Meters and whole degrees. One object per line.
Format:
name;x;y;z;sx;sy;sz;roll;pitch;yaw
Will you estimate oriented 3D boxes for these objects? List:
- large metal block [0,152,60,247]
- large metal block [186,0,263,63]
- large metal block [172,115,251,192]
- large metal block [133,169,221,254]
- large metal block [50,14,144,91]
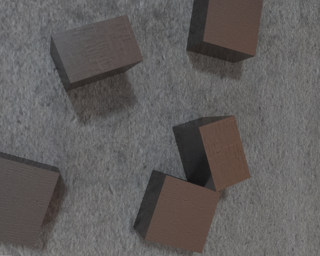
large metal block;-0.163;0.073;0.336;0.081;0.050;0.080;20;83;-19
large metal block;0.089;-0.143;0.430;0.081;0.050;0.080;10;87;-20
large metal block;0.064;0.030;0.405;0.050;0.080;0.080;-18;96;-20
large metal block;0.022;0.107;0.405;0.080;0.050;0.080;21;83;-19
large metal block;-0.075;-0.082;0.352;0.081;0.080;0.050;-22;98;-19
